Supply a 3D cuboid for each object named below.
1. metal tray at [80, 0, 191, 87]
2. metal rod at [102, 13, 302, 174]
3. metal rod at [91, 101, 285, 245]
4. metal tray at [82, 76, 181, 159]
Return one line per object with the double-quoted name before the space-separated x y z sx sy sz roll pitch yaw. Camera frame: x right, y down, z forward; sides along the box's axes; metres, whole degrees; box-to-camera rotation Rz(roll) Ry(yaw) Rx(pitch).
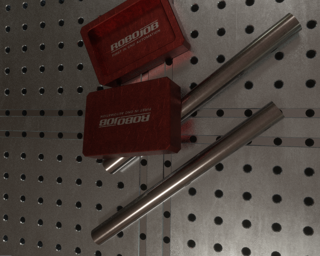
"metal tray" -0.036 -0.122 0.421 0.130 0.030 0.090 -24 82 18
"metal rod" 0.042 -0.034 0.397 0.300 0.025 0.025 -38 78 15
"metal rod" 0.025 0.067 0.403 0.300 0.025 0.025 -38 78 15
"metal tray" -0.038 -0.009 0.401 0.130 0.030 0.090 -7 74 27
